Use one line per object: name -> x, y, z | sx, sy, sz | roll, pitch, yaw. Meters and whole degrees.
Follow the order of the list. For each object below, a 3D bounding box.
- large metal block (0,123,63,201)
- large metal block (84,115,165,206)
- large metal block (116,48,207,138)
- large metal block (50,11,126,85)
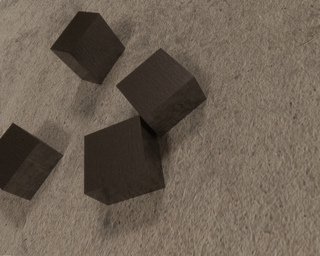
large metal block -> -0.208, 0.049, 0.464 | 0.080, 0.050, 0.080 | 24, 74, 36
large metal block -> -0.045, 0.041, 0.385 | 0.080, 0.050, 0.080 | -20, 54, 16
large metal block -> 0.001, -0.048, 0.416 | 0.080, 0.050, 0.080 | -40, 51, 0
large metal block -> -0.115, -0.130, 0.507 | 0.050, 0.080, 0.080 | 20, 72, 35
